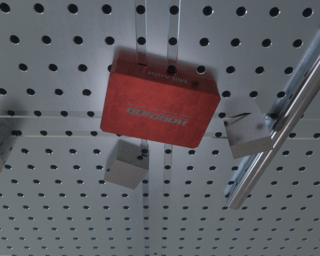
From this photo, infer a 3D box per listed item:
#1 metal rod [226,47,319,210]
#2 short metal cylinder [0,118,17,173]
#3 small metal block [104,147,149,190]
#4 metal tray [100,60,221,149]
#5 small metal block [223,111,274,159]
[{"bbox_3d":[0.157,0.016,0.426,0.025,0.025,0.298,10,130,-9],"label":"metal rod"},{"bbox_3d":[-0.243,0.024,0.413,0.081,0.050,0.079,0,130,0],"label":"short metal cylinder"},{"bbox_3d":[-0.050,0.061,0.463,0.050,0.025,0.050,22,127,-18],"label":"small metal block"},{"bbox_3d":[-0.002,-0.026,0.386,0.131,0.030,0.089,11,129,-10],"label":"metal tray"},{"bbox_3d":[0.114,0.009,0.403,0.050,0.050,0.025,-16,128,13],"label":"small metal block"}]
